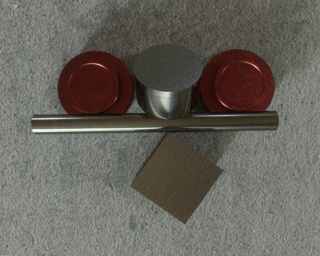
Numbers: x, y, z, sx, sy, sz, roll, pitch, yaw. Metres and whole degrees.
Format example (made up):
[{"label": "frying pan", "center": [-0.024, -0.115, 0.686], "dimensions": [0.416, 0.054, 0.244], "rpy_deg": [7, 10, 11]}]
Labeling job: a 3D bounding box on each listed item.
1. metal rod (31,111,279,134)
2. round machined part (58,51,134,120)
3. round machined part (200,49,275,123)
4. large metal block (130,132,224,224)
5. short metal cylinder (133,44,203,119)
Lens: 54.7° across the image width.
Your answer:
[{"label": "metal rod", "center": [-0.005, -0.007, 0.390], "dimensions": [0.302, 0.025, 0.025], "rpy_deg": [-1, 90, 0]}, {"label": "round machined part", "center": [-0.084, -0.052, 0.401], "dimensions": [0.099, 0.042, 0.097], "rpy_deg": [0, 90, 0]}, {"label": "round machined part", "center": [0.101, -0.054, 0.404], "dimensions": [0.099, 0.042, 0.097], "rpy_deg": [0, 90, 0]}, {"label": "large metal block", "center": [0.021, 0.060, 0.397], "dimensions": [0.080, 0.050, 0.080], "rpy_deg": [35, 90, 0]}, {"label": "short metal cylinder", "center": [0.010, -0.057, 0.380], "dimensions": [0.080, 0.050, 0.080], "rpy_deg": [0, 55, 0]}]
